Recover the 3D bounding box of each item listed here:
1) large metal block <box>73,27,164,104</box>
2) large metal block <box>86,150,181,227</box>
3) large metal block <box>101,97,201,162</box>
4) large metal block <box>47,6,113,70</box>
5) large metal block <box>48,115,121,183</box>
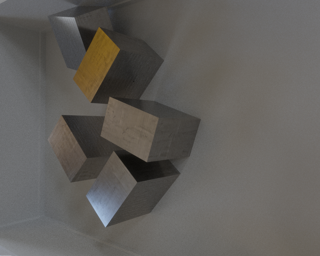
[{"bbox_3d":[-0.055,-0.078,0.414,0.050,0.081,0.080,50,119,28],"label":"large metal block"},{"bbox_3d":[-0.034,0.073,0.397,0.050,0.081,0.080,48,119,29],"label":"large metal block"},{"bbox_3d":[-0.011,-0.001,0.378,0.080,0.081,0.050,25,106,37],"label":"large metal block"},{"bbox_3d":[-0.109,-0.129,0.450,0.080,0.050,0.080,22,136,43],"label":"large metal block"},{"bbox_3d":[-0.102,0.027,0.453,0.080,0.081,0.050,52,120,27],"label":"large metal block"}]
